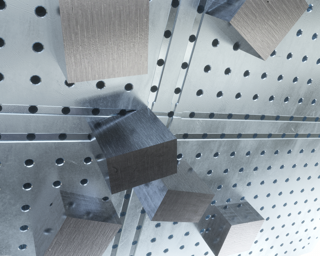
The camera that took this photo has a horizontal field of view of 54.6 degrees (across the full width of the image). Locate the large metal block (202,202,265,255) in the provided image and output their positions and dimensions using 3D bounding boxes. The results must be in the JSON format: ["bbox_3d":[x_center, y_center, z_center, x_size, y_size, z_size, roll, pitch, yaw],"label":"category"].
[{"bbox_3d":[0.138,0.191,0.588,0.081,0.050,0.079,1,118,-29],"label":"large metal block"}]

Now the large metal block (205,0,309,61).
[{"bbox_3d":[0.116,-0.141,0.370,0.080,0.050,0.080,30,102,-38],"label":"large metal block"}]

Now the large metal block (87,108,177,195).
[{"bbox_3d":[-0.034,0.023,0.371,0.081,0.080,0.050,-15,125,-20],"label":"large metal block"}]

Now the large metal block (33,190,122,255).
[{"bbox_3d":[-0.112,0.138,0.419,0.080,0.050,0.080,22,106,-36],"label":"large metal block"}]

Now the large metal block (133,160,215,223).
[{"bbox_3d":[0.015,0.084,0.435,0.081,0.080,0.050,14,111,-34],"label":"large metal block"}]

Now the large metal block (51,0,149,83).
[{"bbox_3d":[-0.058,-0.095,0.304,0.081,0.050,0.079,-11,123,-23],"label":"large metal block"}]
